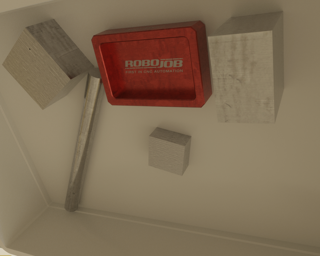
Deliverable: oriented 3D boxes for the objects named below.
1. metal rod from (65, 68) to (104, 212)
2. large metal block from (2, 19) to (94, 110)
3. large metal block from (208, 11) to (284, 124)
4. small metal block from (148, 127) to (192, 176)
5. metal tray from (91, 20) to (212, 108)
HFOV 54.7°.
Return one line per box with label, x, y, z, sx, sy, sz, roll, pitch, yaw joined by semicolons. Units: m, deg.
metal rod;-0.124;0.038;0.495;0.025;0.025;0.298;29;128;9
large metal block;-0.151;-0.084;0.418;0.080;0.050;0.080;-34;100;38
large metal block;0.086;-0.058;0.291;0.050;0.080;0.079;2;120;27
small metal block;0.013;0.032;0.420;0.050;0.025;0.050;15;125;19
metal tray;-0.010;-0.072;0.364;0.130;0.030;0.089;3;120;26
